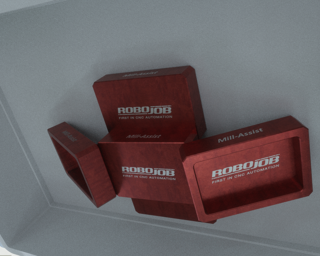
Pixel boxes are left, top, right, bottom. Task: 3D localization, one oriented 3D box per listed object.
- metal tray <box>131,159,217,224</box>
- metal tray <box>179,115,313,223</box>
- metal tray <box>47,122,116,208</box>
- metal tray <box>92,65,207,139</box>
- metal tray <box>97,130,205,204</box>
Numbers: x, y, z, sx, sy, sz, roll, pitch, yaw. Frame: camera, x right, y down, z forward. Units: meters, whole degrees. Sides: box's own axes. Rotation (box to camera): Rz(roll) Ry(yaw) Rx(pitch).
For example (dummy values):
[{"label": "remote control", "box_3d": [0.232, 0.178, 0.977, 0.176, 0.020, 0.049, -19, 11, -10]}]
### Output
[{"label": "metal tray", "box_3d": [0.016, 0.087, 0.447, 0.130, 0.030, 0.089, -1, 118, 28]}, {"label": "metal tray", "box_3d": [0.095, 0.047, 0.342, 0.131, 0.030, 0.089, -15, 115, 2]}, {"label": "metal tray", "box_3d": [-0.118, 0.050, 0.457, 0.130, 0.030, 0.089, 24, 135, 51]}, {"label": "metal tray", "box_3d": [-0.014, -0.026, 0.393, 0.130, 0.030, 0.089, -1, 118, 28]}, {"label": "metal tray", "box_3d": [-0.010, 0.050, 0.400, 0.130, 0.030, 0.089, -1, 118, 28]}]
